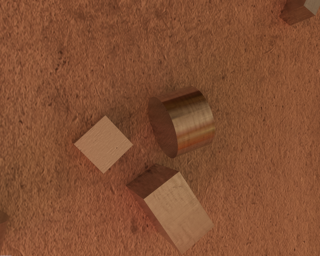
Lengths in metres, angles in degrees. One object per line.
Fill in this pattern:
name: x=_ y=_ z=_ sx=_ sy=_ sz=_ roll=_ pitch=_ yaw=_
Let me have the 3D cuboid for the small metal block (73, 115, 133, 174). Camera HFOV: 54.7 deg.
small metal block: x=-0.071 y=0.020 z=0.383 sx=0.050 sy=0.025 sz=0.050 roll=-45 pitch=104 yaw=-14

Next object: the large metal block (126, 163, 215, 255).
large metal block: x=0.009 y=0.095 z=0.384 sx=0.050 sy=0.080 sz=0.080 roll=-36 pitch=102 yaw=-16

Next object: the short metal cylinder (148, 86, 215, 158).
short metal cylinder: x=0.025 y=-0.008 z=0.389 sx=0.050 sy=0.080 sz=0.080 roll=-19 pitch=97 yaw=-19

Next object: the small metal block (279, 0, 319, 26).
small metal block: x=0.220 y=-0.193 z=0.477 sx=0.025 sy=0.050 sz=0.050 roll=30 pitch=80 yaw=-18

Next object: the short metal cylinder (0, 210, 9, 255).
short metal cylinder: x=-0.199 y=0.110 z=0.307 sx=0.081 sy=0.080 sz=0.050 roll=12 pitch=86 yaw=-20
